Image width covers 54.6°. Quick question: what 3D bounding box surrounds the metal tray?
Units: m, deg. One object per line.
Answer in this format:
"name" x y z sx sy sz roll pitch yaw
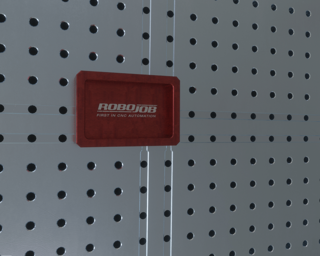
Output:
"metal tray" -0.040 -0.022 0.394 0.131 0.030 0.090 0 90 -20
